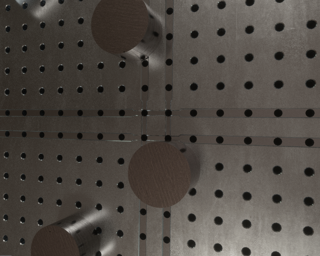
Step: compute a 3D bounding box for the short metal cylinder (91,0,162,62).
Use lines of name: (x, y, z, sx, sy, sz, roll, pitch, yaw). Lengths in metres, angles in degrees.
short metal cylinder: (-0.043, -0.134, 0.414, 0.080, 0.050, 0.079, 0, 90, 19)

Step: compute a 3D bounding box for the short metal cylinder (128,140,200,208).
short metal cylinder: (0.006, 0.056, 0.396, 0.080, 0.050, 0.079, 0, 90, 19)

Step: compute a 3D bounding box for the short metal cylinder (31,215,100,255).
short metal cylinder: (-0.135, 0.173, 0.445, 0.080, 0.050, 0.079, 0, 90, 19)
